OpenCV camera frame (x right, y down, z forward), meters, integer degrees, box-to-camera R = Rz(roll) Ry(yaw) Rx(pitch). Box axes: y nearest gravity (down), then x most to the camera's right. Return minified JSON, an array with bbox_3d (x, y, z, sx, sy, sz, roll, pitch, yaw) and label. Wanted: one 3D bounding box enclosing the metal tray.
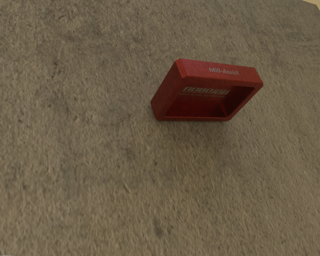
[{"bbox_3d":[0.063,-0.047,0.424,0.131,0.089,0.030,0,56,-29],"label":"metal tray"}]
